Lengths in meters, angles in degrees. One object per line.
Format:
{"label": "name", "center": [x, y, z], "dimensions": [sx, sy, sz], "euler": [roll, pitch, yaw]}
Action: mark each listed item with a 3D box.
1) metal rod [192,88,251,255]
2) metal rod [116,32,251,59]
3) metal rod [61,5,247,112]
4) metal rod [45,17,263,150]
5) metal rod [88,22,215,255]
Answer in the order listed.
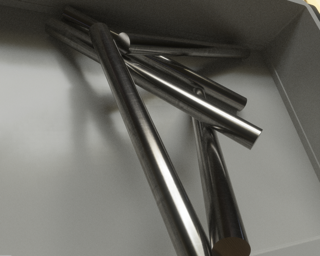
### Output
{"label": "metal rod", "center": [0.051, 0.015, 0.336], "dimensions": [0.025, 0.025, 0.300], "euler": [28, 23, -11]}
{"label": "metal rod", "center": [0.058, -0.120, 0.472], "dimensions": [0.302, 0.025, 0.025], "euler": [-12, 68, -47]}
{"label": "metal rod", "center": [0.000, -0.099, 0.467], "dimensions": [0.302, 0.025, 0.025], "euler": [25, 53, -14]}
{"label": "metal rod", "center": [-0.022, -0.062, 0.367], "dimensions": [0.300, 0.025, 0.025], "euler": [31, 48, 18]}
{"label": "metal rod", "center": [-0.020, -0.004, 0.288], "dimensions": [0.025, 0.025, 0.299], "euler": [-3, 49, -30]}
